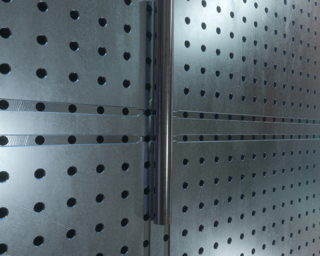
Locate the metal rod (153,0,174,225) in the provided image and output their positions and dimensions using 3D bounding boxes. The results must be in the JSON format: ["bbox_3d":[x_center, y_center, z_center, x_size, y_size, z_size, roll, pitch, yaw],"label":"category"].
[{"bbox_3d":[0.005,-0.024,0.412,0.025,0.025,0.298,1,90,-40],"label":"metal rod"}]
